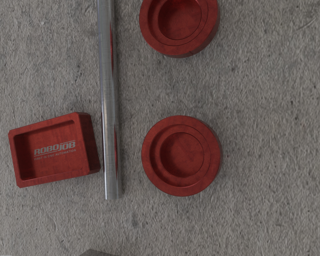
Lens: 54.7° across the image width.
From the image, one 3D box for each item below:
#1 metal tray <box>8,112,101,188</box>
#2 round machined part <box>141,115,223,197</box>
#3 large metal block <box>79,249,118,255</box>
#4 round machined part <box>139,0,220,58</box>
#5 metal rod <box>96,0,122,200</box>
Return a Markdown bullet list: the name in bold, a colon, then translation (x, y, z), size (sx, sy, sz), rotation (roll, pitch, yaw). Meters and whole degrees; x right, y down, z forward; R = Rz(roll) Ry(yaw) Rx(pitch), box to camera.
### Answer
- **metal tray**: translation (-0.159, 0.034, 0.462), size (0.130, 0.030, 0.090), rotation (-13, 86, 19)
- **round machined part**: translation (0.030, 0.033, 0.389), size (0.098, 0.042, 0.097), rotation (0, 90, 20)
- **large metal block**: translation (-0.079, 0.222, 0.423), size (0.080, 0.050, 0.079), rotation (5, 92, 20)
- **round machined part**: translation (0.027, -0.136, 0.390), size (0.098, 0.042, 0.097), rotation (0, 90, 20)
- **metal rod**: translation (-0.071, -0.052, 0.434), size (0.025, 0.025, 0.298), rotation (-3, 89, 20)
